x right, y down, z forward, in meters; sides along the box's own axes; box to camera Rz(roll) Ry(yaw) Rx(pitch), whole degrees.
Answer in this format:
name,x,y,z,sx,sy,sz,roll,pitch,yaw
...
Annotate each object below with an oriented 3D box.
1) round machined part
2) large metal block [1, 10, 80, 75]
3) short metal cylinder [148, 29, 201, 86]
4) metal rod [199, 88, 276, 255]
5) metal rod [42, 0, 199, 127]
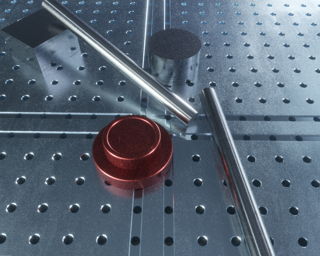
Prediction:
name,x,y,z,sx,sy,sz,roll,pitch,yaw
round machined part,-0.034,0.022,0.378,0.099,0.042,0.098,0,50,0
large metal block,-0.194,-0.144,0.510,0.080,0.050,0.080,31,56,23
short metal cylinder,0.022,-0.112,0.485,0.081,0.050,0.080,0,50,0
metal rod,0.089,0.064,0.354,0.025,0.025,0.300,-6,50,-5
metal rod,-0.067,-0.105,0.456,0.300,0.025,0.025,40,60,14
